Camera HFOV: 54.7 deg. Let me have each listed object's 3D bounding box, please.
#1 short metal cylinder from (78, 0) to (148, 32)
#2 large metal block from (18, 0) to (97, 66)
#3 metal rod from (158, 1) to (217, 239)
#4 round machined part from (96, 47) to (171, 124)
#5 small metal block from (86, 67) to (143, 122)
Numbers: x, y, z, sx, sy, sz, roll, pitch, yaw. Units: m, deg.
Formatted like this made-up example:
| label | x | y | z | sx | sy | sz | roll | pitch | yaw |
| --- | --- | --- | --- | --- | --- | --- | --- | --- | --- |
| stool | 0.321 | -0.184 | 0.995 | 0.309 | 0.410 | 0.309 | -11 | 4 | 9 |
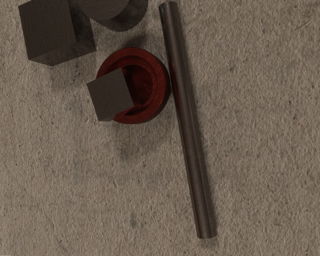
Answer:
| label | x | y | z | sx | sy | sz | roll | pitch | yaw |
| --- | --- | --- | --- | --- | --- | --- | --- | --- | --- |
| short metal cylinder | -0.063 | -0.177 | 0.417 | 0.080 | 0.050 | 0.079 | 0 | 90 | 19 |
| large metal block | -0.147 | -0.143 | 0.446 | 0.080 | 0.050 | 0.080 | -14 | 86 | 19 |
| metal rod | 0.035 | -0.012 | 0.396 | 0.025 | 0.025 | 0.298 | -11 | 87 | 19 |
| round machined part | -0.033 | -0.054 | 0.410 | 0.098 | 0.042 | 0.097 | 0 | 90 | 19 |
| small metal block | -0.056 | -0.040 | 0.383 | 0.050 | 0.025 | 0.050 | -21 | 83 | 18 |
